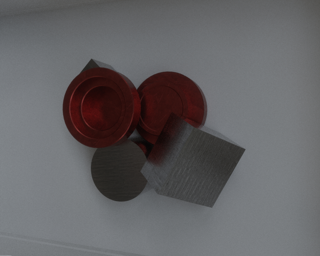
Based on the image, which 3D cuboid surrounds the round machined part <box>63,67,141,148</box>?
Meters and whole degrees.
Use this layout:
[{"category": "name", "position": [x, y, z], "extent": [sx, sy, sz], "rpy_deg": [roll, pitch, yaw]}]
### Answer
[{"category": "round machined part", "position": [-0.069, -0.025, 0.392], "extent": [0.098, 0.042, 0.097], "rpy_deg": [0, 90, 19]}]

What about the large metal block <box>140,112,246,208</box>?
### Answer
[{"category": "large metal block", "position": [0.037, 0.038, 0.359], "extent": [0.080, 0.080, 0.050], "rpy_deg": [-63, 32, 9]}]

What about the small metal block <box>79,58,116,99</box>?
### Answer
[{"category": "small metal block", "position": [-0.087, -0.063, 0.424], "extent": [0.025, 0.050, 0.050], "rpy_deg": [46, 104, 14]}]

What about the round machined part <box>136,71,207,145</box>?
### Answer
[{"category": "round machined part", "position": [0.008, -0.024, 0.394], "extent": [0.098, 0.042, 0.097], "rpy_deg": [0, 90, 19]}]

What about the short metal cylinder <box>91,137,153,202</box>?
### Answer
[{"category": "short metal cylinder", "position": [-0.043, 0.052, 0.409], "extent": [0.080, 0.050, 0.079], "rpy_deg": [0, 90, 19]}]
